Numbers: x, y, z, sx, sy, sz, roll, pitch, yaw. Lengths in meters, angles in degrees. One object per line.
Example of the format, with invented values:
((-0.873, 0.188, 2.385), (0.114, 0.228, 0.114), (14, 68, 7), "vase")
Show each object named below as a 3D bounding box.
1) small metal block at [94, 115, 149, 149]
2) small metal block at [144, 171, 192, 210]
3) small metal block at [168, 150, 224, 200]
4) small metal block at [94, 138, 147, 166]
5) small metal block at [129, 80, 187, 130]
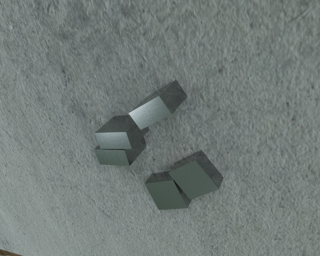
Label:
((-0.050, 0.005, 0.419), (0.050, 0.050, 0.025), (-2, 118, 29), "small metal block")
((0.013, 0.092, 0.455), (0.050, 0.025, 0.050), (-14, 112, 33), "small metal block")
((0.049, 0.064, 0.420), (0.050, 0.025, 0.050), (-32, 101, 38), "small metal block")
((-0.055, 0.028, 0.435), (0.050, 0.050, 0.025), (-1, 118, 28), "small metal block")
((-0.002, -0.028, 0.373), (0.050, 0.050, 0.025), (-26, 104, 37), "small metal block")
